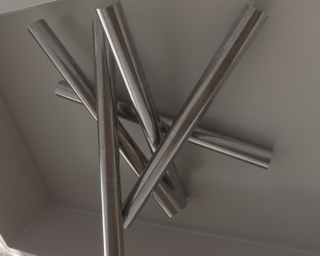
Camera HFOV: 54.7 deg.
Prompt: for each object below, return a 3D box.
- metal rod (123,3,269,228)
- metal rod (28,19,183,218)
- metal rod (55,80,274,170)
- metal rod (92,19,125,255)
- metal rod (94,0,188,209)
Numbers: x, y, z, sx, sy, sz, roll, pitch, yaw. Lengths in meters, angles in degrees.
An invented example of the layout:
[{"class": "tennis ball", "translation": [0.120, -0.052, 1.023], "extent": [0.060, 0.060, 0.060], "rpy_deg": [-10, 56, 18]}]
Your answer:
[{"class": "metal rod", "translation": [0.022, 0.006, 0.352], "extent": [0.025, 0.025, 0.298], "rpy_deg": [34, 114, 6]}, {"class": "metal rod", "translation": [-0.068, -0.009, 0.403], "extent": [0.025, 0.025, 0.299], "rpy_deg": [-33, 95, 38]}, {"class": "metal rod", "translation": [-0.007, -0.010, 0.406], "extent": [0.301, 0.025, 0.025], "rpy_deg": [19, 126, 16]}, {"class": "metal rod", "translation": [-0.063, 0.022, 0.379], "extent": [0.025, 0.025, 0.298], "rpy_deg": [0, 94, 28]}, {"class": "metal rod", "translation": [-0.010, -0.001, 0.375], "extent": [0.025, 0.025, 0.299], "rpy_deg": [3, 131, 27]}]
